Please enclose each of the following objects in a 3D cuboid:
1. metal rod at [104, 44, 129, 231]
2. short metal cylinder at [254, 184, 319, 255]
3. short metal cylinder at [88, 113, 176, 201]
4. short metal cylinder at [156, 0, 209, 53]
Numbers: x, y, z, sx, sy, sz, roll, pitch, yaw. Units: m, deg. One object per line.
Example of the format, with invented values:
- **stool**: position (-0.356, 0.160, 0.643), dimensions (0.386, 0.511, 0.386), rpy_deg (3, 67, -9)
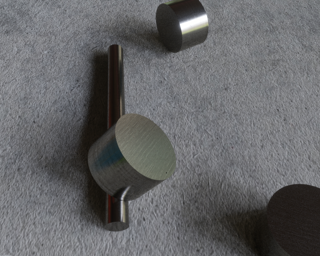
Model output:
- **metal rod**: position (-0.059, -0.013, 0.413), dimensions (0.025, 0.025, 0.300), rpy_deg (-4, 50, -4)
- **short metal cylinder**: position (0.139, 0.102, 0.302), dimensions (0.081, 0.050, 0.080), rpy_deg (0, 50, 0)
- **short metal cylinder**: position (-0.029, 0.031, 0.335), dimensions (0.080, 0.050, 0.080), rpy_deg (31, 37, -27)
- **short metal cylinder**: position (0.035, -0.171, 0.511), dimensions (0.050, 0.080, 0.080), rpy_deg (-25, 55, -20)
